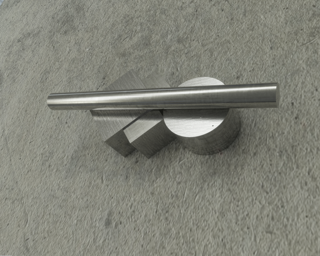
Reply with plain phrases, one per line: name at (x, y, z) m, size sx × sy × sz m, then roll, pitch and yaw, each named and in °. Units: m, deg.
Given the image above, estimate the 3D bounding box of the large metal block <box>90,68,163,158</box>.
large metal block at (-0.043, -0.021, 0.423) m, size 0.080 × 0.050 × 0.080 m, roll -36°, pitch 51°, yaw 4°

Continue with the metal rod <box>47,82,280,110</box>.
metal rod at (-0.019, -0.035, 0.370) m, size 0.300 × 0.025 × 0.025 m, roll 1°, pitch 62°, yaw 28°

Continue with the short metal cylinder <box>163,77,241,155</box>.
short metal cylinder at (0.051, -0.014, 0.370) m, size 0.080 × 0.050 × 0.080 m, roll -13°, pitch 56°, yaw 21°

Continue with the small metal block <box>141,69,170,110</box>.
small metal block at (0.007, -0.042, 0.412) m, size 0.025 × 0.050 × 0.050 m, roll -37°, pitch 52°, yaw 4°

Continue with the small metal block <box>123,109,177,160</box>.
small metal block at (-0.010, 0.007, 0.392) m, size 0.050 × 0.050 × 0.025 m, roll -36°, pitch 52°, yaw 4°
